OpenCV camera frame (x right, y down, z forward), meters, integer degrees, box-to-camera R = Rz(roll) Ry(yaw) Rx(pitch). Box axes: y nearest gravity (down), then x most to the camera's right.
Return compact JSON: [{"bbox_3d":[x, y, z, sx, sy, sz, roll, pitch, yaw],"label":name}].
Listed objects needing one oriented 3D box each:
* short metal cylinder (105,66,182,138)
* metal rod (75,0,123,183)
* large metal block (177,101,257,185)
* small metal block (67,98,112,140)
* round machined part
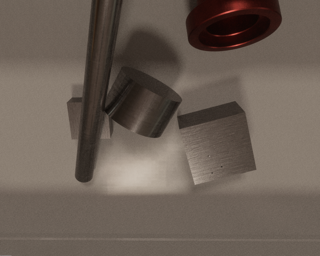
[{"bbox_3d":[-0.021,-0.031,0.370,0.080,0.080,0.050,27,108,-10],"label":"short metal cylinder"},{"bbox_3d":[-0.070,-0.034,0.332,0.025,0.025,0.298,14,135,-6],"label":"metal rod"},{"bbox_3d":[0.073,0.019,0.406,0.080,0.050,0.080,-15,110,5],"label":"large metal block"},{"bbox_3d":[-0.090,-0.013,0.405,0.050,0.025,0.050,-2,110,0],"label":"small metal block"},{"bbox_3d":[0.077,-0.123,0.336,0.099,0.098,0.042,-8,81,2],"label":"round machined part"}]
